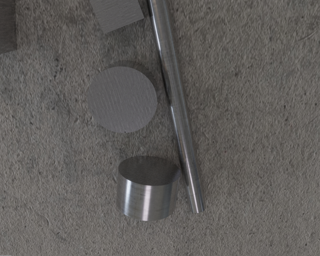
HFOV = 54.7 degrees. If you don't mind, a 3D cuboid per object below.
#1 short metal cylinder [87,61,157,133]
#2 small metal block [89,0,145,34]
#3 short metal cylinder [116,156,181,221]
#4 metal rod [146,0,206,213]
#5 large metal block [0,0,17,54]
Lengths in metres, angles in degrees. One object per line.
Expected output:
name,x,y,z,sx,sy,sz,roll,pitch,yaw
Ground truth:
short metal cylinder,-0.044,-0.040,0.381,0.081,0.050,0.079,0,110,0
small metal block,-0.050,-0.142,0.357,0.050,0.025,0.050,-20,109,7
short metal cylinder,-0.016,0.077,0.408,0.081,0.080,0.050,6,110,-2
metal rod,0.025,-0.020,0.402,0.025,0.025,0.298,-11,110,4
large metal block,-0.198,-0.123,0.333,0.050,0.080,0.079,7,110,-3
